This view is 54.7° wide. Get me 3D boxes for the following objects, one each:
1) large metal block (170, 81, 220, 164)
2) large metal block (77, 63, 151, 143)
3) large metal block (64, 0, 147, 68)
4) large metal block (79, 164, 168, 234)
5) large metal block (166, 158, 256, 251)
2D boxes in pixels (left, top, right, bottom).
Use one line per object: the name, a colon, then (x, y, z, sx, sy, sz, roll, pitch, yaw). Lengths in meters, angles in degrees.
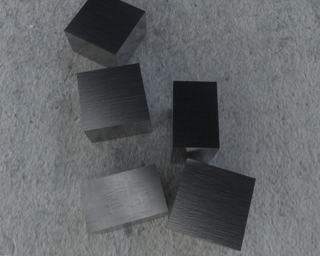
large metal block: (0.039, -0.003, 0.381, 0.050, 0.080, 0.080, 1, 70, 0)
large metal block: (-0.059, -0.032, 0.406, 0.081, 0.050, 0.080, -10, 70, -4)
large metal block: (-0.074, -0.137, 0.444, 0.080, 0.050, 0.080, 27, 72, 9)
large metal block: (-0.037, 0.083, 0.348, 0.081, 0.080, 0.050, -14, 71, -5)
large metal block: (0.058, 0.090, 0.363, 0.080, 0.050, 0.080, 17, 71, 5)
